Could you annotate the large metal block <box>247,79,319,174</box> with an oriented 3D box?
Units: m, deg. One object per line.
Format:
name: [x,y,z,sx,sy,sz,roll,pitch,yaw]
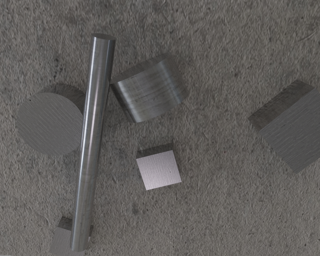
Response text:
large metal block: [0.175,-0.002,0.397,0.080,0.050,0.080,-41,105,13]

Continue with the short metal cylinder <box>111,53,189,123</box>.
short metal cylinder: [-0.013,-0.048,0.363,0.080,0.080,0.050,-24,109,8]

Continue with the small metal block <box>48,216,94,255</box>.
small metal block: [-0.135,0.169,0.471,0.050,0.025,0.050,20,109,-8]

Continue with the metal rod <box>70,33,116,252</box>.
metal rod: [-0.086,0.038,0.378,0.025,0.025,0.298,11,116,-4]

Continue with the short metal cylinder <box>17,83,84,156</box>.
short metal cylinder: [-0.129,-0.012,0.391,0.081,0.050,0.079,0,110,0]

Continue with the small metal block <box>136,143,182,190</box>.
small metal block: [-0.001,0.053,0.429,0.050,0.025,0.050,-14,110,5]
